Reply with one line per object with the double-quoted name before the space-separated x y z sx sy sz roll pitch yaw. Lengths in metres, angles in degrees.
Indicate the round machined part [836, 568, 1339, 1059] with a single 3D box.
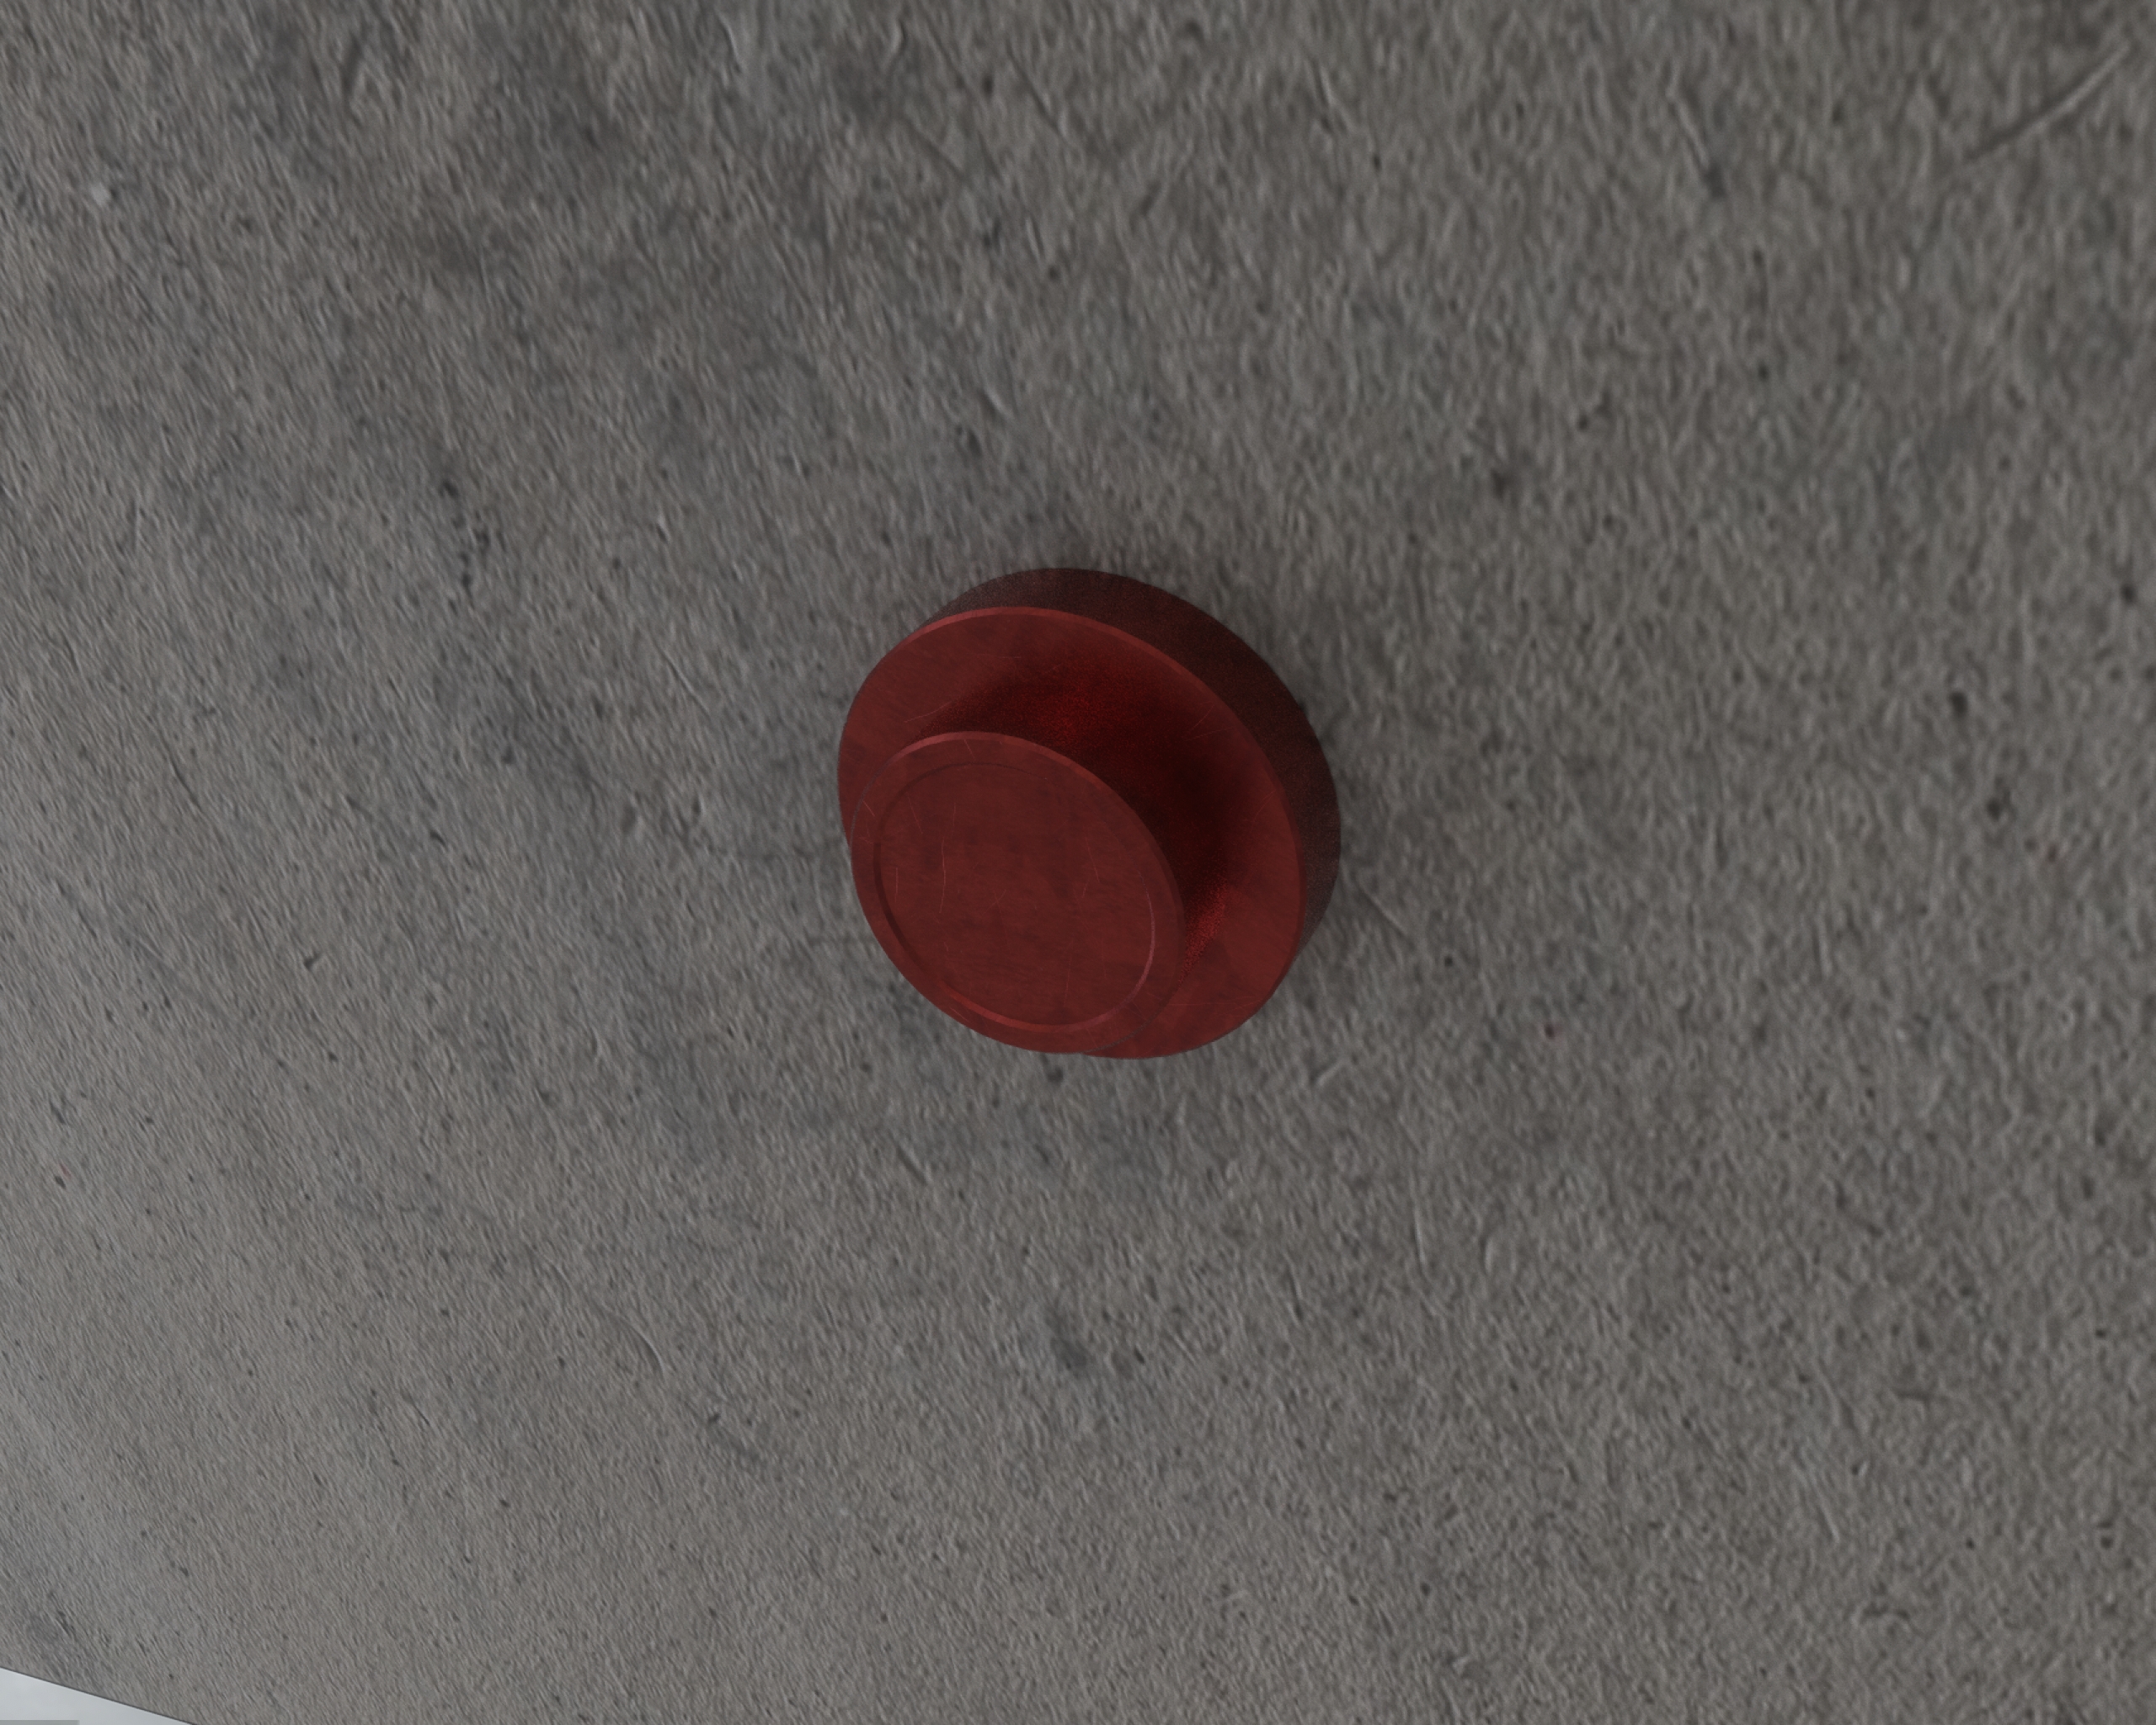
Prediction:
"round machined part" -0.004 -0.003 0.397 0.098 0.042 0.097 13 124 21
